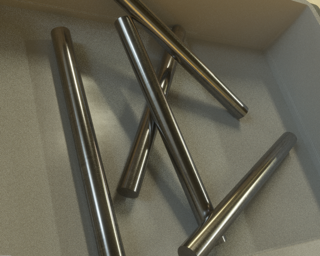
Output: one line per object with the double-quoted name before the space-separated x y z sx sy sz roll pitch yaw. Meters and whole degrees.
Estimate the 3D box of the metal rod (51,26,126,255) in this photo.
"metal rod" -0.087 0.006 0.354 0.025 0.025 0.299 -5 64 -31

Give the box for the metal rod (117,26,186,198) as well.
"metal rod" -0.002 -0.044 0.431 0.025 0.025 0.300 26 53 -13

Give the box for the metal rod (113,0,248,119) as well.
"metal rod" 0.023 -0.112 0.433 0.301 0.025 0.025 39 49 -23

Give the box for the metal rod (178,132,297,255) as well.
"metal rod" 0.120 0.070 0.402 0.302 0.025 0.025 -30 78 -45

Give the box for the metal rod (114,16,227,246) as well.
"metal rod" 0.009 -0.003 0.382 0.025 0.025 0.299 -17 80 -35
